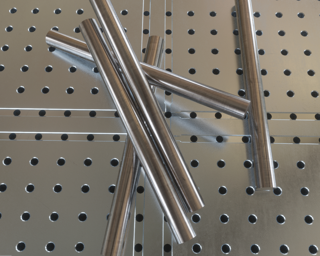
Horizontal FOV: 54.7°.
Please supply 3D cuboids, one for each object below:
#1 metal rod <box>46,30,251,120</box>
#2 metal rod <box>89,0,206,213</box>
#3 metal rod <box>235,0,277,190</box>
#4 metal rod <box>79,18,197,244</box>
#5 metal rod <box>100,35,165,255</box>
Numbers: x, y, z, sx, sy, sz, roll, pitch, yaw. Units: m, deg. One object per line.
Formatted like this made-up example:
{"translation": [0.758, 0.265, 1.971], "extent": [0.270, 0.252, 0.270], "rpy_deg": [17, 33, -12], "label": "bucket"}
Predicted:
{"translation": [-0.029, -0.077, 0.413], "extent": [0.301, 0.025, 0.025], "rpy_deg": [23, 71, 18], "label": "metal rod"}
{"translation": [-0.019, -0.038, 0.386], "extent": [0.025, 0.025, 0.299], "rpy_deg": [-24, 87, -9], "label": "metal rod"}
{"translation": [0.131, -0.065, 0.436], "extent": [0.025, 0.025, 0.299], "rpy_deg": [0, 70, -1], "label": "metal rod"}
{"translation": [-0.032, -0.005, 0.384], "extent": [0.025, 0.025, 0.299], "rpy_deg": [-24, 79, -9], "label": "metal rod"}
{"translation": [-0.031, 0.009, 0.407], "extent": [0.025, 0.025, 0.299], "rpy_deg": [9, 70, 3], "label": "metal rod"}
